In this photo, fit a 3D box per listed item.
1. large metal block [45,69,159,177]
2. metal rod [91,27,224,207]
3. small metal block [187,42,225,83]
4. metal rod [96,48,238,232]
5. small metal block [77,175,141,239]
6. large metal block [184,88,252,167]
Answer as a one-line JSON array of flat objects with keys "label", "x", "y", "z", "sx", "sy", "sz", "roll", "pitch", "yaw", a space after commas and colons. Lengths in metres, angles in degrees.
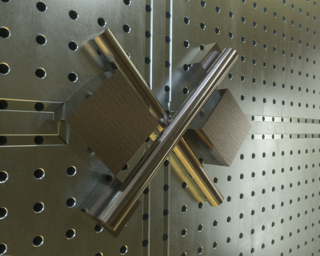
[{"label": "large metal block", "x": -0.061, "y": -0.006, "z": 0.342, "sx": 0.080, "sy": 0.050, "sz": 0.080, "roll": -51, "pitch": 120, "yaw": -28}, {"label": "metal rod", "x": 0.010, "y": 0.003, "z": 0.416, "sx": 0.025, "sy": 0.025, "sz": 0.299, "roll": -50, "pitch": 120, "yaw": -28}, {"label": "small metal block", "x": 0.076, "y": -0.093, "z": 0.473, "sx": 0.050, "sy": 0.025, "sz": 0.050, "roll": -52, "pitch": 120, "yaw": -27}, {"label": "metal rod", "x": 0.024, "y": -0.004, "z": 0.396, "sx": 0.301, "sy": 0.025, "sz": 0.025, "roll": -52, "pitch": 121, "yaw": -27}, {"label": "small metal block", "x": -0.058, "y": 0.090, "z": 0.361, "sx": 0.050, "sy": 0.025, "sz": 0.050, "roll": 52, "pitch": 60, "yaw": -27}, {"label": "large metal block", "x": 0.083, "y": -0.001, "z": 0.462, "sx": 0.080, "sy": 0.050, "sz": 0.080, "roll": 51, "pitch": 60, "yaw": -28}]
